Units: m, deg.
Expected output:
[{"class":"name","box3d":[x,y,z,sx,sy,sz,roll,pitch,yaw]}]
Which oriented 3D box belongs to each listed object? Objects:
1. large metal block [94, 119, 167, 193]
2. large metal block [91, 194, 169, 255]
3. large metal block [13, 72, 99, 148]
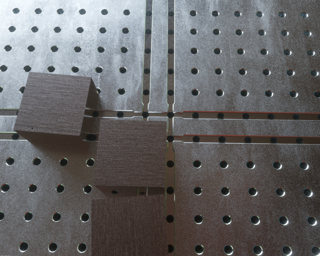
[{"class":"large metal block","box3d":[-0.033,0.036,0.385,0.080,0.050,0.080,2,70,0]},{"class":"large metal block","box3d":[-0.033,0.122,0.354,0.080,0.050,0.080,-4,70,-2]},{"class":"large metal block","box3d":[-0.131,-0.023,0.406,0.080,0.050,0.080,5,70,2]}]
